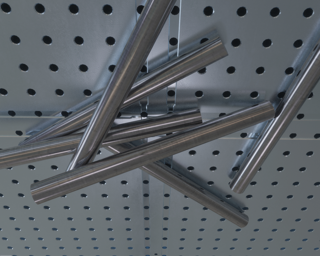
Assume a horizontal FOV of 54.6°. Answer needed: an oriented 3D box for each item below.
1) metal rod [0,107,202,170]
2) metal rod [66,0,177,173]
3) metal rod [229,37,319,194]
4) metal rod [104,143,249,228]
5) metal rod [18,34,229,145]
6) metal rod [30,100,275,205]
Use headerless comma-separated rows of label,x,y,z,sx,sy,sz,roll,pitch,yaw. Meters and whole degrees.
metal rod,-0.096,0.017,0.398,0.301,0.025,0.025,-12,130,-1
metal rod,-0.037,-0.057,0.328,0.025,0.025,0.298,23,116,-18
metal rod,0.159,-0.016,0.398,0.025,0.025,0.298,11,129,-9
metal rod,0.036,0.089,0.487,0.301,0.025,0.025,34,122,-26
metal rod,-0.060,-0.030,0.385,0.300,0.025,0.025,-25,126,19
metal rod,-0.002,0.026,0.375,0.302,0.025,0.025,-19,130,-7
